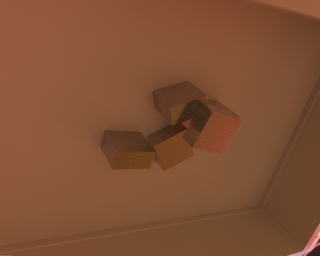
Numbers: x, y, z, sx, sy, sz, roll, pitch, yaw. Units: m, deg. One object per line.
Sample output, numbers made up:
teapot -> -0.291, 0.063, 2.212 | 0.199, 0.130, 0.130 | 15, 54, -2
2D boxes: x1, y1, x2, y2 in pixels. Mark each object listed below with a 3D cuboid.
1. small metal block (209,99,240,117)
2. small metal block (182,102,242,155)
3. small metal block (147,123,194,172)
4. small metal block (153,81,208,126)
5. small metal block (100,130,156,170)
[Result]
small metal block -> 0.070, -0.019, 0.419 | 0.050, 0.050, 0.025 | 7, 115, -32
small metal block -> 0.064, 0.001, 0.379 | 0.050, 0.025, 0.050 | 15, 111, -35
small metal block -> 0.016, 0.025, 0.433 | 0.050, 0.025, 0.050 | -27, 128, -12
small metal block -> 0.025, -0.032, 0.386 | 0.050, 0.050, 0.025 | -19, 126, -18
small metal block -> -0.041, 0.027, 0.387 | 0.050, 0.050, 0.025 | 3, 117, -30
